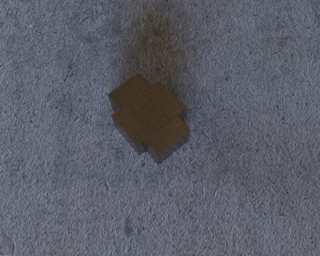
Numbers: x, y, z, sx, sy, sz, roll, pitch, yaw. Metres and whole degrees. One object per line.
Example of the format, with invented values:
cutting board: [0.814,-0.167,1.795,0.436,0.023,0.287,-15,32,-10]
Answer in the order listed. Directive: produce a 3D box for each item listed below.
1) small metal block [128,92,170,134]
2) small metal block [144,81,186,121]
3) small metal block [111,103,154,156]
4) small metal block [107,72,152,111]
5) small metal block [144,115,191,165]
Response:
small metal block: [-0.014,-0.011,0.399,0.025,0.050,0.050,-38,75,-13]
small metal block: [0.006,-0.026,0.405,0.025,0.050,0.050,-39,75,-13]
small metal block: [-0.033,0.004,0.394,0.025,0.050,0.050,-38,75,-13]
small metal block: [-0.038,-0.039,0.409,0.050,0.050,0.025,-37,75,-13]
small metal block: [0.009,0.017,0.389,0.050,0.050,0.025,-37,75,-13]
